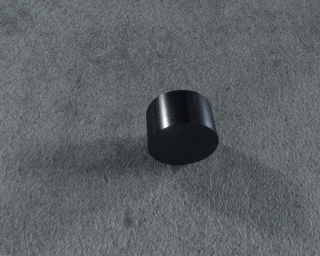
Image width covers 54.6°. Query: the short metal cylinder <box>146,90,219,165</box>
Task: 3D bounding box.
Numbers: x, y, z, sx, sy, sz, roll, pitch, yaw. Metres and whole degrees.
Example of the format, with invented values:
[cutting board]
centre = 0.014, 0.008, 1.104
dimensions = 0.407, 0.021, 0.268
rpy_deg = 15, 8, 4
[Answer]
[short metal cylinder]
centre = 0.025, 0.001, 0.367
dimensions = 0.080, 0.080, 0.050
rpy_deg = -3, 50, -3
